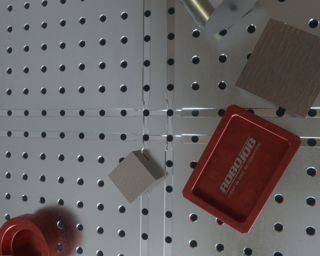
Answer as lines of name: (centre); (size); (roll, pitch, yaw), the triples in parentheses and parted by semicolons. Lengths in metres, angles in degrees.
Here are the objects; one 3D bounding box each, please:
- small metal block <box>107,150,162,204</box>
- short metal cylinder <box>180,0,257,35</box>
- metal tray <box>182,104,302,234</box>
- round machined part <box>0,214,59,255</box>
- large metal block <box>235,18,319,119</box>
small metal block: (-0.034, 0.066, 0.425); (0.050, 0.025, 0.050); (-45, 76, 14)
short metal cylinder: (0.070, -0.155, 0.359); (0.080, 0.080, 0.050); (-37, 78, 16)
metal tray: (0.096, 0.048, 0.375); (0.090, 0.030, 0.129); (30, 100, 17)
round machined part: (-0.196, 0.179, 0.473); (0.098, 0.042, 0.097); (0, 90, 20)
large metal block: (0.142, -0.064, 0.349); (0.080, 0.050, 0.080); (29, 99, 17)
